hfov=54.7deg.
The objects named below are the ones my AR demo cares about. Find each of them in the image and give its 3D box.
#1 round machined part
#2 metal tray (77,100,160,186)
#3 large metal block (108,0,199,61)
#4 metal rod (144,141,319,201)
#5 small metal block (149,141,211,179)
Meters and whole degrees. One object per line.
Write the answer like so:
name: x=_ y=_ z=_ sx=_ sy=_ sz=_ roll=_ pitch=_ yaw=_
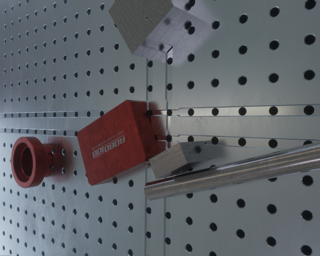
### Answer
round machined part: x=-0.246 y=0.065 z=0.602 sx=0.098 sy=0.042 sz=0.097 roll=0 pitch=90 yaw=40
metal tray: x=-0.066 y=0.025 z=0.461 sx=0.130 sy=0.030 sz=0.090 roll=-28 pitch=73 yaw=36
large metal block: x=-0.011 y=-0.148 z=0.402 sx=0.080 sy=0.050 sz=0.080 roll=-42 pitch=65 yaw=32
metal rod: x=0.098 y=0.044 z=0.328 sx=0.299 sy=0.025 sz=0.025 roll=-21 pitch=77 yaw=38
small metal block: x=0.024 y=0.038 z=0.373 sx=0.050 sy=0.050 sz=0.025 roll=-32 pitch=70 yaw=35
